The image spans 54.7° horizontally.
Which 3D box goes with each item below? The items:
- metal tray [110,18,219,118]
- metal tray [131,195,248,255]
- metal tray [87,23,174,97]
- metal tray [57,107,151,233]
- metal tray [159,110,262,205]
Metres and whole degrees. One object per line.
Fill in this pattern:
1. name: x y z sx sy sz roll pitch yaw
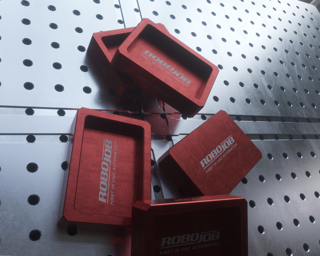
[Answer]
1. metal tray: 0.011 -0.083 0.423 0.130 0.030 0.090 33 51 -7
2. metal tray: 0.035 0.120 0.325 0.131 0.030 0.089 4 84 -31
3. metal tray: -0.027 -0.104 0.454 0.131 0.030 0.090 -23 74 -37
4. metal tray: -0.057 0.046 0.347 0.091 0.030 0.130 13 56 -22
5. metal tray: 0.073 0.040 0.422 0.131 0.030 0.090 -34 81 -38
